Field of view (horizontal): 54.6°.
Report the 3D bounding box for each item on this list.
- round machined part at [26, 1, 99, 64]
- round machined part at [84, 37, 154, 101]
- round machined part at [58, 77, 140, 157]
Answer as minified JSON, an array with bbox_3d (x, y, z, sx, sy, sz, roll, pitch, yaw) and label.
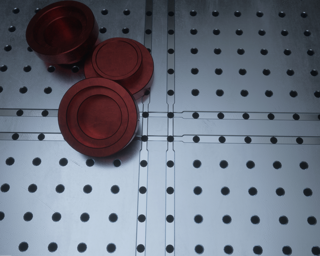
[{"bbox_3d":[-0.135,-0.131,0.445,0.098,0.042,0.098,-3,65,7],"label":"round machined part"},{"bbox_3d":[-0.058,-0.087,0.434,0.099,0.042,0.098,0,70,0],"label":"round machined part"},{"bbox_3d":[-0.074,-0.014,0.396,0.098,0.042,0.097,0,93,4],"label":"round machined part"}]
